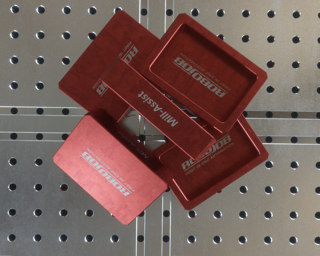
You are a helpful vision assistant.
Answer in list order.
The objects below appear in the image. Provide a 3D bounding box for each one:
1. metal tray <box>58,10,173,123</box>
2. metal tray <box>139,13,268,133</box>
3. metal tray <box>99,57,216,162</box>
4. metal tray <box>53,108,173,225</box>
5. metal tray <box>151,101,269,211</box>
[{"bbox_3d":[-0.057,-0.076,0.409,0.090,0.030,0.130,39,90,-1],"label":"metal tray"},{"bbox_3d":[0.052,-0.065,0.381,0.130,0.030,0.090,36,90,-1],"label":"metal tray"},{"bbox_3d":[-0.002,-0.019,0.350,0.130,0.090,0.030,41,90,-1],"label":"metal tray"},{"bbox_3d":[-0.060,0.050,0.391,0.130,0.030,0.090,42,115,-1],"label":"metal tray"},{"bbox_3d":[0.063,0.035,0.410,0.130,0.030,0.090,-34,90,-1],"label":"metal tray"}]
